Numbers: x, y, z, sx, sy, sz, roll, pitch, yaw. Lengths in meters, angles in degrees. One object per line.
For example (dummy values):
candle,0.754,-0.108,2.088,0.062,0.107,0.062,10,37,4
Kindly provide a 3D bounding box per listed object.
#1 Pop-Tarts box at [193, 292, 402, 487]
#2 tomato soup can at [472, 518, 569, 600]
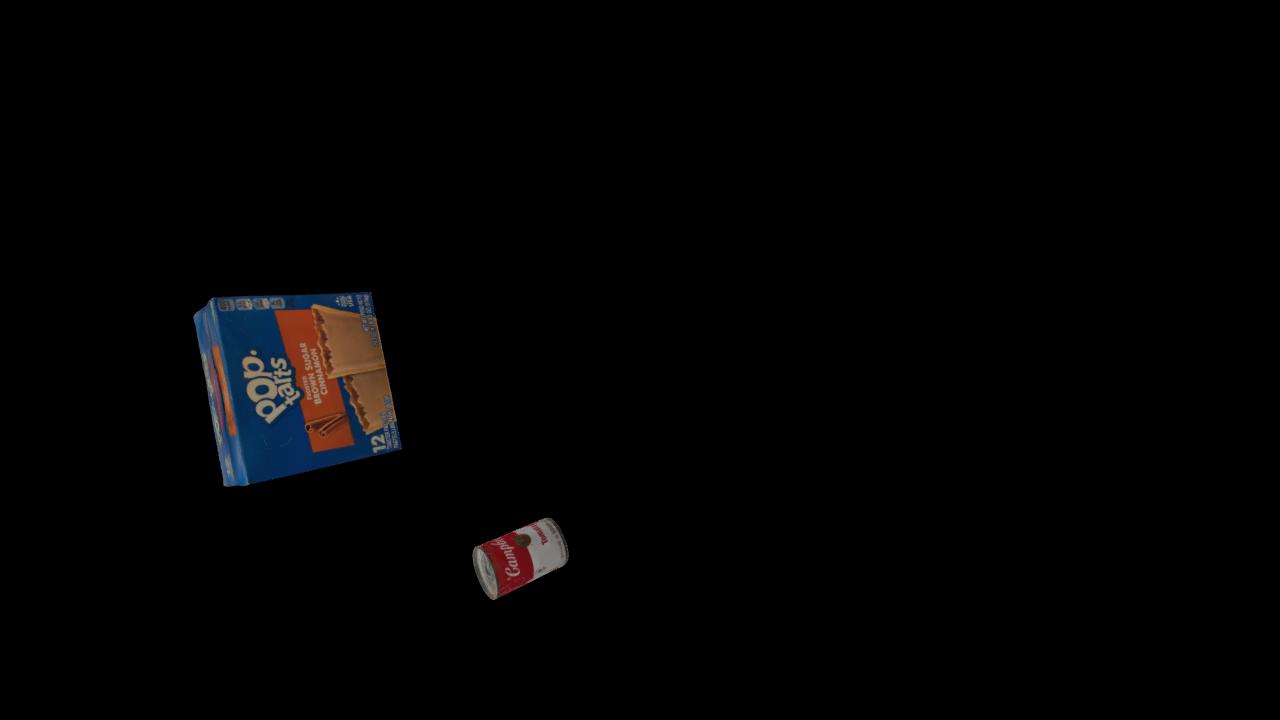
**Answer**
Pop-Tarts box,-0.330,0.024,0.599,0.083,0.167,0.141,-15,-4,43
tomato soup can,-0.148,0.247,0.772,0.101,0.068,0.068,-15,9,-36
